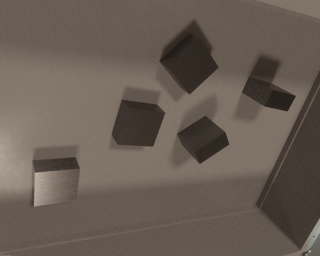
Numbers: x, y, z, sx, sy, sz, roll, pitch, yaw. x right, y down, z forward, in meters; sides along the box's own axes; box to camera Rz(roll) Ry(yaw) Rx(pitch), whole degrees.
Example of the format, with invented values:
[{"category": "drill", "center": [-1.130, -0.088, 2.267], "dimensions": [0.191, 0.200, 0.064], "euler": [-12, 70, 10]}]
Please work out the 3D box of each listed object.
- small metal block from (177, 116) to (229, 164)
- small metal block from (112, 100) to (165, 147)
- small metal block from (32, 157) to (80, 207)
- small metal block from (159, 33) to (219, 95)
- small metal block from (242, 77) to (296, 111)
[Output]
[{"category": "small metal block", "center": [0.060, 0.016, 0.437], "dimensions": [0.050, 0.050, 0.025], "euler": [-32, 129, -8]}, {"category": "small metal block", "center": [-0.028, -0.005, 0.392], "dimensions": [0.050, 0.025, 0.050], "euler": [5, 116, -31]}, {"category": "small metal block", "center": [-0.128, 0.065, 0.380], "dimensions": [0.050, 0.025, 0.050], "euler": [-2, 120, -28]}, {"category": "small metal block", "center": [0.036, -0.078, 0.382], "dimensions": [0.050, 0.025, 0.050], "euler": [-43, 130, 1]}, {"category": "small metal block", "center": [0.158, -0.049, 0.451], "dimensions": [0.050, 0.050, 0.025], "euler": [7, 115, -32]}]
